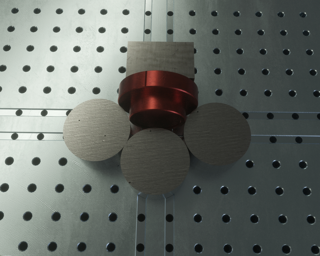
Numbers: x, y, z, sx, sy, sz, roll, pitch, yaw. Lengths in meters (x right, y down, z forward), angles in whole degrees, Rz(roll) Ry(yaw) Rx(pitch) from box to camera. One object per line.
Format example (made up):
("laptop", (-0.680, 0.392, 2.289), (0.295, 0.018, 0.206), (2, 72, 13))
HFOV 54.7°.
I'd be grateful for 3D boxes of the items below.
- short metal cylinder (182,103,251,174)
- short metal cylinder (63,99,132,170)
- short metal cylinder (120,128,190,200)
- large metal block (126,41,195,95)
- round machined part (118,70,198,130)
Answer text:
("short metal cylinder", (0.069, 0.014, 0.394), (0.081, 0.050, 0.080), (0, 70, 0))
("short metal cylinder", (-0.076, 0.009, 0.395), (0.081, 0.050, 0.080), (0, 70, 0))
("short metal cylinder", (-0.005, 0.045, 0.382), (0.081, 0.050, 0.080), (0, 70, 0))
("large metal block", (0.001, -0.069, 0.407), (0.081, 0.080, 0.050), (1, 70, 0))
("round machined part", (-0.003, -0.028, 0.381), (0.099, 0.098, 0.042), (2, 70, 0))
